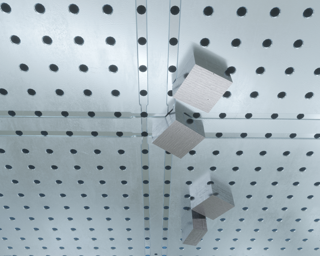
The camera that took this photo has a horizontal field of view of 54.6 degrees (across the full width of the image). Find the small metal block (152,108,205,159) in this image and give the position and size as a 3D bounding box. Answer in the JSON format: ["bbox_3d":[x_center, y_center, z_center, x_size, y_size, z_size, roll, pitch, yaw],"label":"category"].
[{"bbox_3d":[0.024,0.008,0.419,0.050,0.025,0.050,30,124,-23],"label":"small metal block"}]

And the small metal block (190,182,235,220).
[{"bbox_3d":[0.087,0.123,0.517,0.050,0.025,0.050,31,124,-24],"label":"small metal block"}]

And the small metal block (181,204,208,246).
[{"bbox_3d":[0.058,0.167,0.538,0.025,0.050,0.050,14,129,-12],"label":"small metal block"}]

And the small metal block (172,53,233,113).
[{"bbox_3d":[0.049,-0.052,0.368,0.050,0.025,0.050,22,127,-18],"label":"small metal block"}]
